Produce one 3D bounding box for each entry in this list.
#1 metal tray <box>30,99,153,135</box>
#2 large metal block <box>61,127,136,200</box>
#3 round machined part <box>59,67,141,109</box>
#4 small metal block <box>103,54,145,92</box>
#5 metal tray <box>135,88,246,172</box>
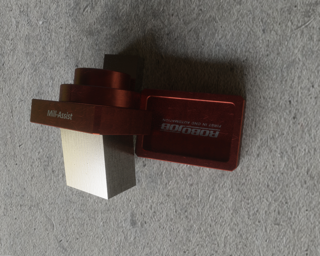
[{"bbox_3d":[-0.086,-0.014,0.387,0.130,0.091,0.030,8,94,38],"label":"metal tray"},{"bbox_3d":[-0.080,0.038,0.404,0.080,0.050,0.079,7,106,37],"label":"large metal block"},{"bbox_3d":[-0.072,-0.048,0.384,0.098,0.098,0.042,7,92,19],"label":"round machined part"},{"bbox_3d":[-0.051,-0.074,0.428,0.050,0.025,0.050,7,92,19],"label":"small metal block"},{"bbox_3d":[0.037,0.000,0.394,0.130,0.030,0.089,7,92,19],"label":"metal tray"}]
